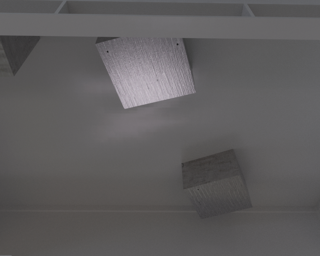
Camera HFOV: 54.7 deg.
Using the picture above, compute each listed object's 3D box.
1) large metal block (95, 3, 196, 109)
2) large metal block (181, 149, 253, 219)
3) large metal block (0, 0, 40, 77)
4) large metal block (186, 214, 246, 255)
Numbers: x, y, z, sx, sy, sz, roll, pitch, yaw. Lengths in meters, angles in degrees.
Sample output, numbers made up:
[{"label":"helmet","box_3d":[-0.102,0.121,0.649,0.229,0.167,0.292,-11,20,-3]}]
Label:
[{"label":"large metal block","box_3d":[-0.011,-0.074,0.329,0.080,0.050,0.080,-12,129,10]},{"label":"large metal block","box_3d":[0.086,0.086,0.467,0.080,0.050,0.080,-18,128,14]},{"label":"large metal block","box_3d":[-0.173,-0.090,0.294,0.080,0.080,0.050,-1,130,1]},{"label":"large metal block","box_3d":[0.104,0.208,0.574,0.080,0.050,0.080,-21,127,17]}]
